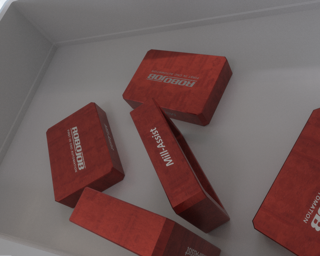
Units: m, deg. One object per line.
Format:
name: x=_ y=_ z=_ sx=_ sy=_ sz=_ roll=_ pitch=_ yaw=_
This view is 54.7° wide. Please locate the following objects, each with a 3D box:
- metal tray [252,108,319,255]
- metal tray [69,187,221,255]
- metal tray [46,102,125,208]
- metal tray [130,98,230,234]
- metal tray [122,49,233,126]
metal tray: x=0.154 y=0.056 z=0.274 sx=0.090 sy=0.030 sz=0.130 roll=28 pitch=86 yaw=37
metal tray: x=-0.007 y=0.098 z=0.282 sx=0.090 sy=0.130 sz=0.030 roll=11 pitch=68 yaw=33
metal tray: x=-0.110 y=0.035 z=0.439 sx=0.090 sy=0.030 sz=0.130 roll=-30 pitch=52 yaw=8
metal tray: x=0.020 y=0.038 z=0.329 sx=0.030 sy=0.090 sz=0.130 roll=-33 pitch=51 yaw=7
metal tray: x=0.022 y=-0.060 z=0.428 sx=0.130 sy=0.030 sz=0.090 roll=15 pitch=70 yaw=34
